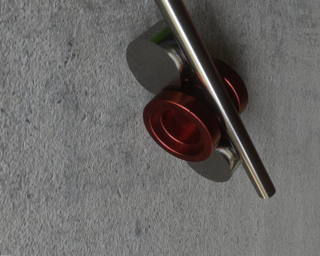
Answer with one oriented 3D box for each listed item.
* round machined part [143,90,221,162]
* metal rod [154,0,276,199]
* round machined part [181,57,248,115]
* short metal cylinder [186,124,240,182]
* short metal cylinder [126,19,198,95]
[{"bbox_3d":[0.031,-0.007,0.385,0.042,0.098,0.098,-49,120,-33],"label":"round machined part"},{"bbox_3d":[0.075,-0.026,0.367,0.025,0.025,0.299,-48,119,-29],"label":"metal rod"},{"bbox_3d":[0.064,-0.043,0.414,0.042,0.098,0.098,-45,117,-26],"label":"round machined part"},{"bbox_3d":[0.077,0.030,0.437,0.050,0.080,0.080,-47,118,-30],"label":"short metal cylinder"},{"bbox_3d":[0.006,-0.084,0.377,0.050,0.080,0.080,-47,118,-30],"label":"short metal cylinder"}]
